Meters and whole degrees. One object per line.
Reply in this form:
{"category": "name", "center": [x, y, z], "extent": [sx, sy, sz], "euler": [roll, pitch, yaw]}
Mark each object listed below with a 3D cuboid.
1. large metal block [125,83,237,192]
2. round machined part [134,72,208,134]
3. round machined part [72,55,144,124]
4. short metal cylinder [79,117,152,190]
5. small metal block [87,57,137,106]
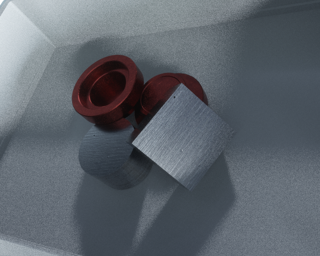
{"category": "large metal block", "center": [0.021, 0.010, 0.342], "extent": [0.080, 0.080, 0.050], "euler": [-51, 11, -9]}
{"category": "round machined part", "center": [0.009, -0.033, 0.405], "extent": [0.098, 0.042, 0.098], "euler": [-13, 56, 20]}
{"category": "round machined part", "center": [-0.065, -0.047, 0.417], "extent": [0.098, 0.042, 0.098], "euler": [-13, 56, 20]}
{"category": "short metal cylinder", "center": [-0.055, 0.032, 0.395], "extent": [0.080, 0.050, 0.080], "euler": [-13, 56, 20]}
{"category": "small metal block", "center": [-0.071, -0.070, 0.465], "extent": [0.050, 0.050, 0.025], "euler": [-39, 51, 2]}
